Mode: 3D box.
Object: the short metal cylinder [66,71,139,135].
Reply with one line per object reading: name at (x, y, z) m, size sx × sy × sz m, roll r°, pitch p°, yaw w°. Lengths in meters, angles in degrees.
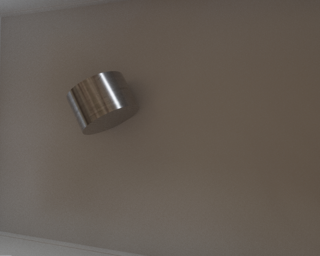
short metal cylinder at (-0.074, -0.032, 0.408) m, size 0.080 × 0.080 × 0.050 m, roll -30°, pitch 80°, yaw 17°
